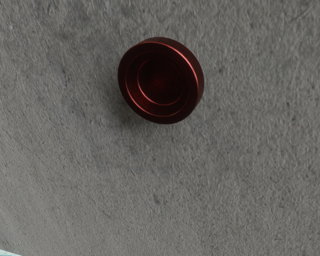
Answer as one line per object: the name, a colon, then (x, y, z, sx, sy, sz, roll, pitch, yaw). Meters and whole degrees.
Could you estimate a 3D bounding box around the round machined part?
round machined part: (0.004, -0.056, 0.358, 0.098, 0.042, 0.097, 13, 124, 20)
